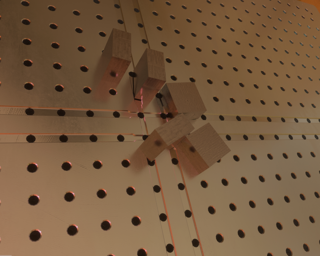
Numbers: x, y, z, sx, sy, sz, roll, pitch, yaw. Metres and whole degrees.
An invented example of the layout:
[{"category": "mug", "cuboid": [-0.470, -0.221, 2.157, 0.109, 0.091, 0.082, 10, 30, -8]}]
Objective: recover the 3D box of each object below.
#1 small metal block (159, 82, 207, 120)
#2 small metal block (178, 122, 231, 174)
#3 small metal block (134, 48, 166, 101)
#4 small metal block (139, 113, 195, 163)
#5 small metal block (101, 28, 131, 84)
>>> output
[{"category": "small metal block", "cuboid": [0.033, -0.039, 0.451, 0.050, 0.025, 0.050, -7, 65, -32]}, {"category": "small metal block", "cuboid": [0.061, 0.027, 0.426, 0.050, 0.025, 0.050, -29, 78, -38]}, {"category": "small metal block", "cuboid": [-0.015, -0.073, 0.430, 0.025, 0.050, 0.050, 10, 58, -24]}, {"category": "small metal block", "cuboid": [0.008, 0.013, 0.390, 0.050, 0.050, 0.025, -31, 79, -38]}, {"category": "small metal block", "cuboid": [-0.060, -0.097, 0.420, 0.025, 0.050, 0.050, 11, 57, -23]}]
